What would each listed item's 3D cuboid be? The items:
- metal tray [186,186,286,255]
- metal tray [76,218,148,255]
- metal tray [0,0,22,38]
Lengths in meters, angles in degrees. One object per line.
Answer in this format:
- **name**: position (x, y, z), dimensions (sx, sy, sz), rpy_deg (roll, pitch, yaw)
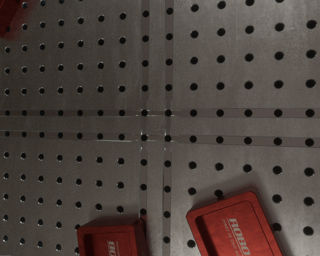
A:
- **metal tray**: position (0.098, 0.147, 0.375), dimensions (0.090, 0.030, 0.129), rpy_deg (-24, 82, 18)
- **metal tray**: position (-0.062, 0.197, 0.430), dimensions (0.090, 0.030, 0.129), rpy_deg (-9, 87, 19)
- **metal tray**: position (-0.295, -0.220, 0.512), dimensions (0.130, 0.030, 0.090), rpy_deg (35, 101, 16)
